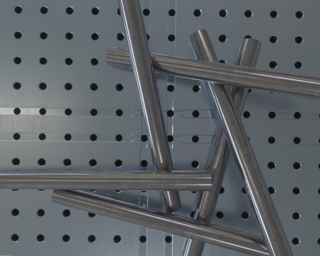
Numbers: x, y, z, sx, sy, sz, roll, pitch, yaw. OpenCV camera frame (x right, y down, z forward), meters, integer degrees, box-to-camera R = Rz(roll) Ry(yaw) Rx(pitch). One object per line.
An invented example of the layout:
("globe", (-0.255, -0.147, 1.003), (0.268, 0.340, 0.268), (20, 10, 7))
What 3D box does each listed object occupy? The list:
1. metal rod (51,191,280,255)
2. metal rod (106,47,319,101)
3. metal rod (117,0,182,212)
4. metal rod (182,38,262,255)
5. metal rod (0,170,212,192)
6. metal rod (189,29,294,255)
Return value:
("metal rod", (0.008, 0.120, 0.393), (0.301, 0.025, 0.025), (13, 90, 7))
("metal rod", (0.075, -0.065, 0.372), (0.301, 0.025, 0.025), (12, 90, 16))
("metal rod", (-0.013, -0.036, 0.383), (0.025, 0.025, 0.298), (-12, 102, 0))
("metal rod", (0.082, 0.029, 0.413), (0.025, 0.025, 0.299), (16, 90, 0))
("metal rod", (-0.087, 0.066, 0.391), (0.301, 0.025, 0.025), (-1, 90, 8))
("metal rod", (0.096, 0.014, 0.381), (0.025, 0.025, 0.299), (-18, 77, 0))
